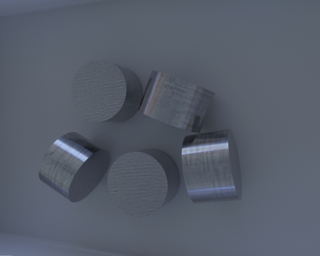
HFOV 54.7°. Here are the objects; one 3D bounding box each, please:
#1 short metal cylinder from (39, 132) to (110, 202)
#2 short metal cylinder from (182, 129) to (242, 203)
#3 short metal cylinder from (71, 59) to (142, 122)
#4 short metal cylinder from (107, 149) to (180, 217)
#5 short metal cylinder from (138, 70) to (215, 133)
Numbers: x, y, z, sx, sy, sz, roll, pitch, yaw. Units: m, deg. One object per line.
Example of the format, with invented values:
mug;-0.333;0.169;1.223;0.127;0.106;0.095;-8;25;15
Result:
short metal cylinder;-0.113;0.052;0.417;0.050;0.080;0.080;29;99;17
short metal cylinder;0.062;0.044;0.357;0.050;0.080;0.080;-10;87;19
short metal cylinder;-0.071;-0.048;0.419;0.080;0.050;0.079;0;90;19
short metal cylinder;-0.020;0.068;0.402;0.080;0.050;0.079;0;90;19
short metal cylinder;0.020;-0.032;0.373;0.080;0.080;0.050;23;98;18
